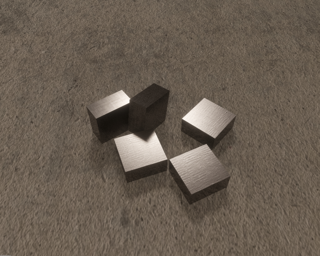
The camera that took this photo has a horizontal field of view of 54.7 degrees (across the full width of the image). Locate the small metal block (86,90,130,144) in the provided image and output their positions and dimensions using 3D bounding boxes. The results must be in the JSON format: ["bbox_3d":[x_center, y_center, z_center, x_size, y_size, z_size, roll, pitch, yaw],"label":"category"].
[{"bbox_3d":[-0.062,-0.014,0.398,0.050,0.050,0.025,-29,56,-22],"label":"small metal block"}]

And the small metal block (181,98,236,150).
[{"bbox_3d":[0.064,-0.006,0.409,0.050,0.025,0.050,33,57,24],"label":"small metal block"}]

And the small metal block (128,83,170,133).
[{"bbox_3d":[-0.015,-0.022,0.400,0.025,0.050,0.050,29,45,22],"label":"small metal block"}]

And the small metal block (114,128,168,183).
[{"bbox_3d":[-0.024,0.032,0.376,0.050,0.025,0.050,-16,52,-13],"label":"small metal block"}]

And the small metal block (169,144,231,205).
[{"bbox_3d":[0.045,0.053,0.360,0.050,0.025,0.050,-21,53,-17],"label":"small metal block"}]
